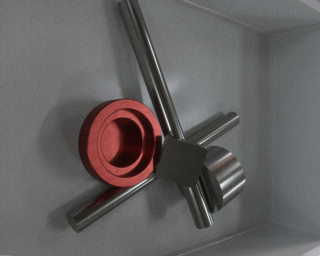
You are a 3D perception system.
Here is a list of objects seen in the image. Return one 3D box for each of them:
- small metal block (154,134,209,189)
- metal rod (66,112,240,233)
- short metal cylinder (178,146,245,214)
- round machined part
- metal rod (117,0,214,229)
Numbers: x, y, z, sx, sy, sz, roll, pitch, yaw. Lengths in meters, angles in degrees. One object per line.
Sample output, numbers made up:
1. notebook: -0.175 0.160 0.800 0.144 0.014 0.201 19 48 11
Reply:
1. small metal block: 0.025 0.040 0.374 0.050 0.025 0.050 18 95 -6
2. metal rod: 0.014 0.043 0.418 0.302 0.025 0.025 -29 108 -37
3. short metal cylinder: 0.069 0.071 0.430 0.050 0.080 0.080 -25 106 -38
4. round machined part: -0.048 0.016 0.355 0.099 0.042 0.097 0 90 -40
5. metal rod: 0.010 -0.013 0.392 0.025 0.025 0.298 -25 99 -38
